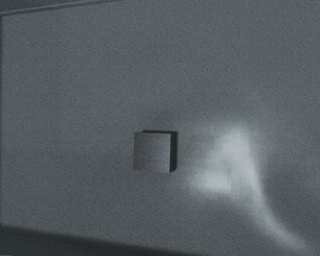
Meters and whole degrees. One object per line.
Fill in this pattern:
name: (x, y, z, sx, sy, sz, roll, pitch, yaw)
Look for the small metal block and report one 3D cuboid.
small metal block: (-0.007, 0.031, 0.412, 0.050, 0.025, 0.050, 2, 91, 19)
